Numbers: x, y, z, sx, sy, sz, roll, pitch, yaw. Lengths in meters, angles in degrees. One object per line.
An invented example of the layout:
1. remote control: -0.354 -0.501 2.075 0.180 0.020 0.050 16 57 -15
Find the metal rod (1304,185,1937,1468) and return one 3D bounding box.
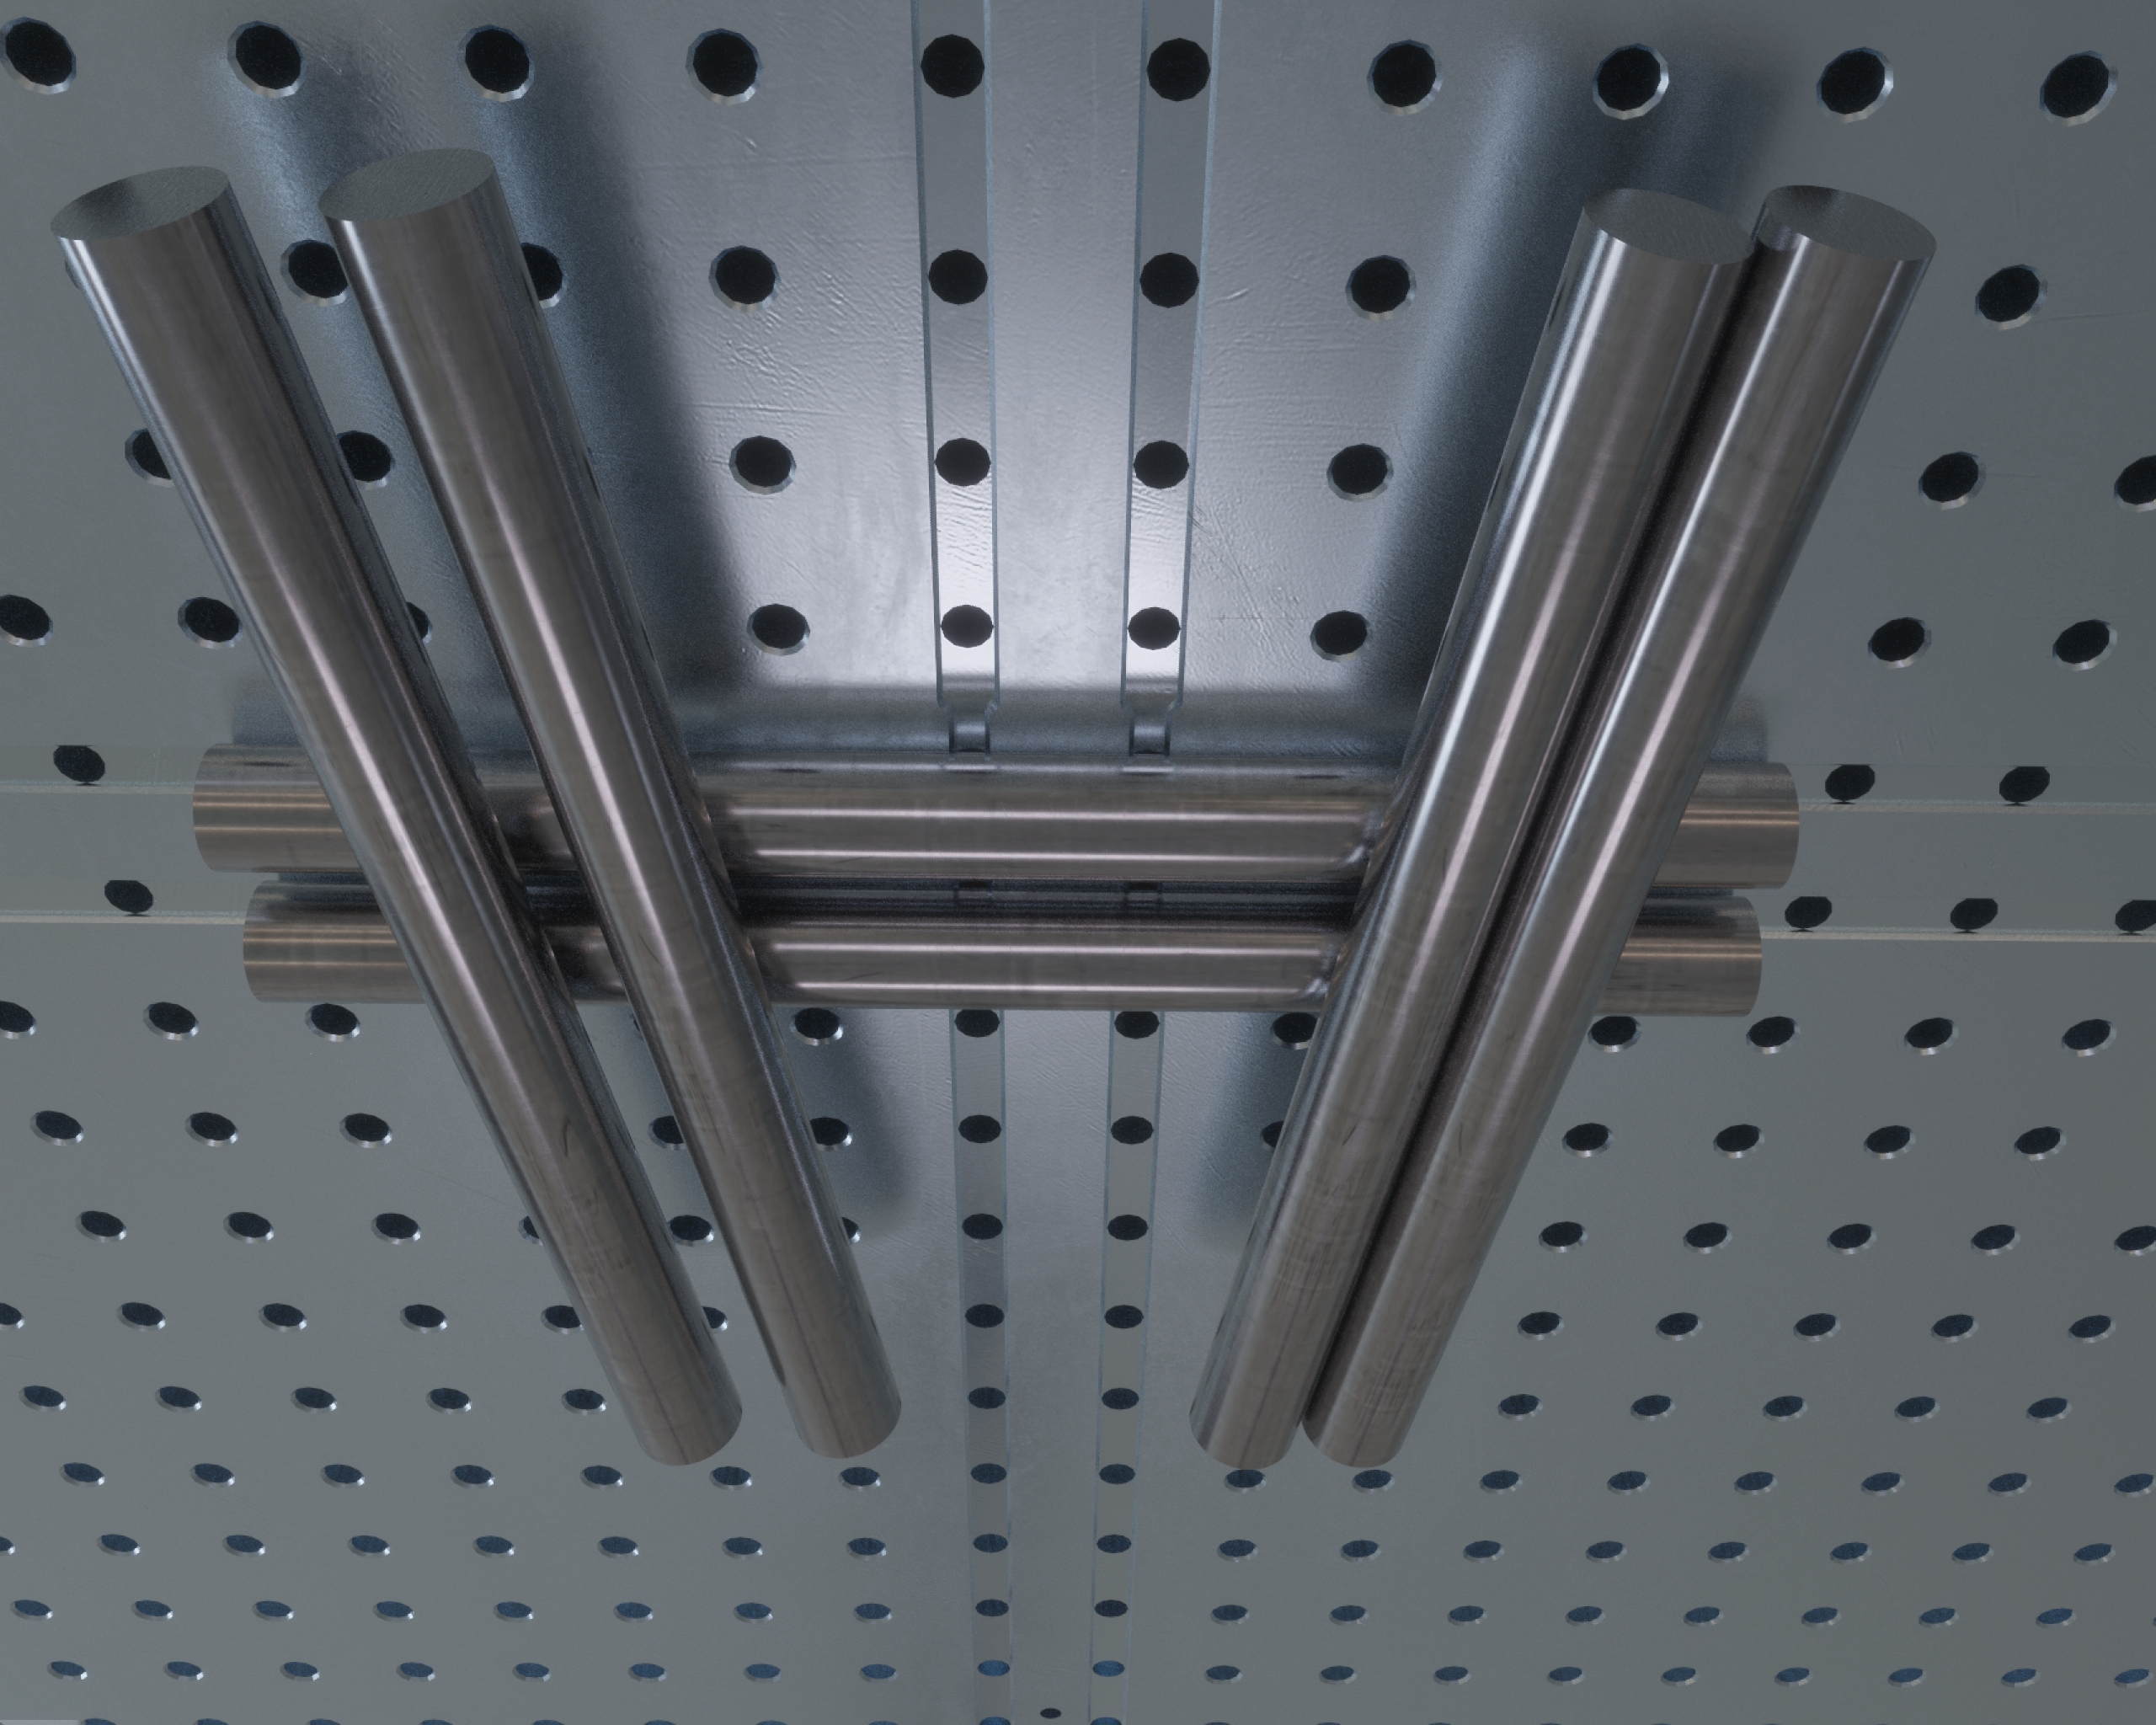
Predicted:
1. metal rod: 0.088 0.020 0.397 0.025 0.025 0.298 7 130 -6

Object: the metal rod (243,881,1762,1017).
1. metal rod: -0.014 0.018 0.427 0.302 0.025 0.025 1 130 -1

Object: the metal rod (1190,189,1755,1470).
1. metal rod: 0.062 0.020 0.397 0.025 0.025 0.298 7 130 -6

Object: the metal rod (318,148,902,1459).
1. metal rod: -0.075 0.016 0.392 0.025 0.025 0.299 -6 130 5

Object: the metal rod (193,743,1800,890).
1. metal rod: -0.014 -0.009 0.405 0.302 0.025 0.025 1 130 -1

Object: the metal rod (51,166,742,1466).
1. metal rod: -0.112 0.018 0.394 0.025 0.025 0.299 -6 130 5
